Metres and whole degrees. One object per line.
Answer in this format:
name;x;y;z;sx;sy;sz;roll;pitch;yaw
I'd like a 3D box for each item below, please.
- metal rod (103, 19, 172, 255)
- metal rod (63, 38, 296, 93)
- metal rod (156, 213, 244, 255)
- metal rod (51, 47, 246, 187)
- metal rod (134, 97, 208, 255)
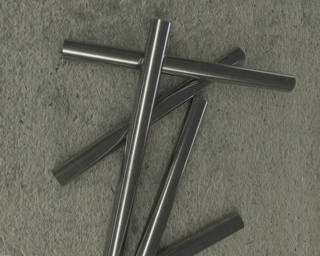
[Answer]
metal rod;-0.030;0.023;0.373;0.025;0.025;0.298;10;96;-20
metal rod;0.033;-0.078;0.399;0.302;0.025;0.025;6;88;-12
metal rod;-0.019;0.186;0.402;0.302;0.025;0.025;-21;97;-19
metal rod;-0.003;-0.024;0.407;0.301;0.025;0.025;-35;102;-17
metal rod;0.003;0.099;0.393;0.025;0.025;0.299;25;76;-18
